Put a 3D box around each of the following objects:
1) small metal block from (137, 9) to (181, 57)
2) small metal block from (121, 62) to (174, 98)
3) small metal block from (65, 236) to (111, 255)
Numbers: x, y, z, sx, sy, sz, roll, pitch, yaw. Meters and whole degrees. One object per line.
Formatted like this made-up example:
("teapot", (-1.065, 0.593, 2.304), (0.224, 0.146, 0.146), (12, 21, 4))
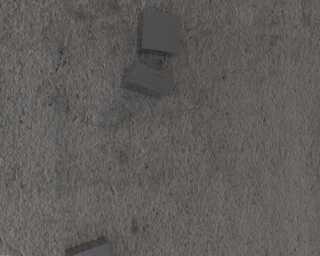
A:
("small metal block", (-0.002, -0.124, 0.408), (0.050, 0.025, 0.050), (3, 89, -20))
("small metal block", (-0.017, -0.058, 0.389), (0.050, 0.050, 0.025), (16, 85, -20))
("small metal block", (-0.085, 0.168, 0.378), (0.050, 0.025, 0.050), (-13, 95, -20))
